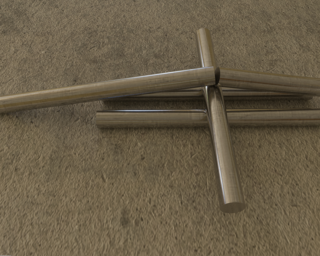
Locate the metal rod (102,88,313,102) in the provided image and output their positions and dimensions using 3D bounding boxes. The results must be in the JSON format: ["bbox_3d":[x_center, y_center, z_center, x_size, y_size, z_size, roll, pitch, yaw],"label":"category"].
[{"bbox_3d":[0.068,-0.052,0.448,0.302,0.025,0.025,-1,50,-1],"label":"metal rod"}]

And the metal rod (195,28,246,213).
[{"bbox_3d":[0.071,-0.036,0.403,0.025,0.025,0.300,0,50,-1],"label":"metal rod"}]

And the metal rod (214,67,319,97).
[{"bbox_3d":[0.221,-0.055,0.421,0.302,0.025,0.025,4,50,-10],"label":"metal rod"}]

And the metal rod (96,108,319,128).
[{"bbox_3d":[0.068,-0.013,0.416,0.302,0.025,0.025,-1,50,-1],"label":"metal rod"}]

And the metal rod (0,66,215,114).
[{"bbox_3d":[-0.080,-0.049,0.412,0.302,0.025,0.025,-7,50,6],"label":"metal rod"}]
